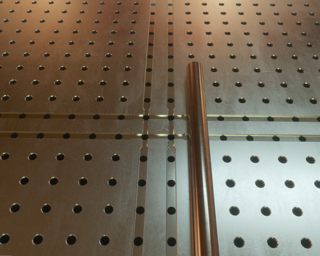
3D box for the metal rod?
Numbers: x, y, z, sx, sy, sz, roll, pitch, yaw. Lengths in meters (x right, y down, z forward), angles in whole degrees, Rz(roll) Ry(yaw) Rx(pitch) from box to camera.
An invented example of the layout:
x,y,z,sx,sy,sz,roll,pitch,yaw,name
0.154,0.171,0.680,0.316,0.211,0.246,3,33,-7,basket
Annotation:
x,y,z,sx,sy,sz,roll,pitch,yaw,name
0.050,0.020,0.391,0.025,0.025,0.300,1,50,1,metal rod
